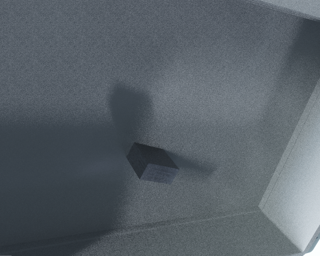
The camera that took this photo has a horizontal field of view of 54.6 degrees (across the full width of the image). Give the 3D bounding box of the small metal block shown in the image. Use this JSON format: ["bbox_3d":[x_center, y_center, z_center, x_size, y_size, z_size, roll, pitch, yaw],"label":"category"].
[{"bbox_3d":[-0.010,0.047,0.415,0.050,0.050,0.025,16,110,-35],"label":"small metal block"}]
